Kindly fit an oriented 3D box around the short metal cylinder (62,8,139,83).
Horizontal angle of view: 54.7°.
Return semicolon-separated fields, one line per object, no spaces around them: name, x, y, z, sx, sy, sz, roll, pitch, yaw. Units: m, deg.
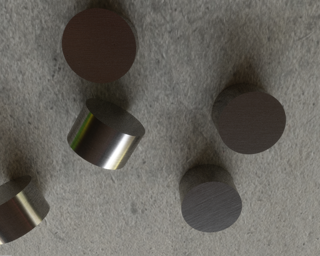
short metal cylinder;-0.066;-0.097;0.360;0.081;0.050;0.079;0;110;-1

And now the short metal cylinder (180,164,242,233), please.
short metal cylinder;0.068;0.097;0.433;0.081;0.050;0.079;0;110;-1

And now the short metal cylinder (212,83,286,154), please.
short metal cylinder;0.110;-0.013;0.393;0.081;0.050;0.079;0;110;-1

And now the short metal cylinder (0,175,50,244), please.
short metal cylinder;-0.199;0.108;0.418;0.080;0.080;0.050;-21;109;7

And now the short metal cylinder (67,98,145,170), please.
short metal cylinder;-0.066;0.006;0.382;0.080;0.080;0.050;29;107;-11
